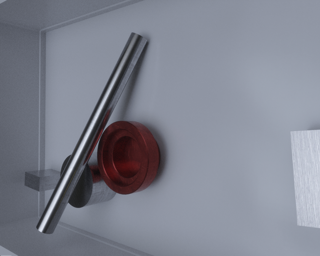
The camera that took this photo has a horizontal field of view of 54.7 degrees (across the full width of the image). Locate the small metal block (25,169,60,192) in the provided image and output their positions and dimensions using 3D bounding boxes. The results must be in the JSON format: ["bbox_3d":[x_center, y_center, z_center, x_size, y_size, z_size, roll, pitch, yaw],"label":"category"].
[{"bbox_3d":[-0.207,0.093,0.557,0.050,0.050,0.025,7,95,39],"label":"small metal block"}]

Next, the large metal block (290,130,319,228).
[{"bbox_3d":[0.161,0.040,0.257,0.080,0.050,0.080,-5,87,39],"label":"large metal block"}]

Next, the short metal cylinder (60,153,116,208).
[{"bbox_3d":[-0.109,0.078,0.478,0.080,0.050,0.079,0,90,39],"label":"short metal cylinder"}]

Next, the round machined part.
[{"bbox_3d":[-0.038,0.039,0.425,0.098,0.042,0.097,0,90,39],"label":"round machined part"}]

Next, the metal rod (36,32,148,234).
[{"bbox_3d":[-0.095,0.008,0.432,0.025,0.025,0.299,27,91,36],"label":"metal rod"}]
